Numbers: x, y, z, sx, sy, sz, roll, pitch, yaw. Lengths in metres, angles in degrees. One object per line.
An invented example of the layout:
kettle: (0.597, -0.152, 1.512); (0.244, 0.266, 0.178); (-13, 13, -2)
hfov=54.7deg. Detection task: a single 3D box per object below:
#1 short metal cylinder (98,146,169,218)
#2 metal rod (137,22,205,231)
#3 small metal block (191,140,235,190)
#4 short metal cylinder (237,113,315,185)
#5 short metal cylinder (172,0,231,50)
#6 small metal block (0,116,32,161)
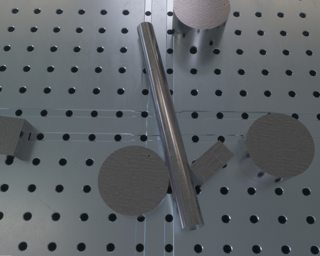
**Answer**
short metal cylinder: (-0.030, 0.066, 0.374); (0.081, 0.050, 0.080); (0, 70, 0)
metal rod: (0.006, -0.024, 0.392); (0.025, 0.025, 0.299); (-10, 60, -4)
small metal block: (0.060, 0.047, 0.382); (0.050, 0.050, 0.025); (-39, 75, -13)
short metal cylinder: (0.142, 0.028, 0.389); (0.081, 0.050, 0.080); (0, 70, 0)
short metal cylinder: (0.059, -0.163, 0.459); (0.081, 0.050, 0.080); (0, 70, 0)
small metal block: (-0.204, 0.012, 0.406); (0.050, 0.025, 0.050); (8, 70, 2)
